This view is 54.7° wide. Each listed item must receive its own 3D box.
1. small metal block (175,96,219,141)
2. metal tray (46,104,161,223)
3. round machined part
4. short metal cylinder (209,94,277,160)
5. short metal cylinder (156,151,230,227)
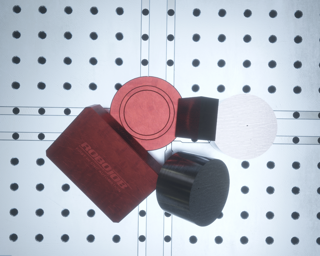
[{"bbox_3d":[0.044,-0.011,0.379,0.025,0.050,0.050,6,89,-28],"label":"small metal block"},{"bbox_3d":[-0.068,0.045,0.395,0.130,0.030,0.090,45,105,-1],"label":"metal tray"},{"bbox_3d":[-0.016,-0.019,0.400,0.099,0.042,0.097,0,90,0],"label":"round machined part"},{"bbox_3d":[0.102,-0.002,0.398,0.081,0.050,0.079,0,90,0],"label":"short metal cylinder"},{"bbox_3d":[0.041,0.072,0.376,0.050,0.081,0.080,10,90,43],"label":"short metal cylinder"}]
